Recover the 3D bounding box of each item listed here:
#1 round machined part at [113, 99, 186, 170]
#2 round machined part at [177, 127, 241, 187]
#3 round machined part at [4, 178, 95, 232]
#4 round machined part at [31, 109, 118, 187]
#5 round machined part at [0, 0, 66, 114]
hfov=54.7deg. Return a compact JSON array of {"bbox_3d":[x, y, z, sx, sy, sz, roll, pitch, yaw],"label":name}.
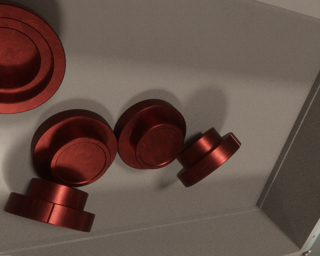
[{"bbox_3d":[-0.008,0.015,0.404,0.099,0.042,0.097,-14,125,-21],"label":"round machined part"},{"bbox_3d":[0.061,0.035,0.432,0.098,0.098,0.042,-38,86,-2],"label":"round machined part"},{"bbox_3d":[-0.123,0.088,0.362,0.098,0.098,0.042,31,66,-39],"label":"round machined part"},{"bbox_3d":[-0.097,0.030,0.365,0.099,0.042,0.097,-14,124,-21],"label":"round machined part"},{"bbox_3d":[-0.140,-0.065,0.281,0.099,0.042,0.097,-14,125,-21],"label":"round machined part"}]
